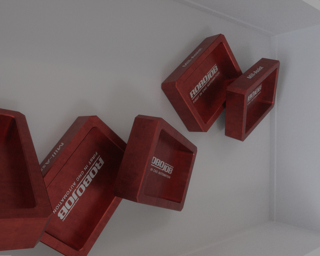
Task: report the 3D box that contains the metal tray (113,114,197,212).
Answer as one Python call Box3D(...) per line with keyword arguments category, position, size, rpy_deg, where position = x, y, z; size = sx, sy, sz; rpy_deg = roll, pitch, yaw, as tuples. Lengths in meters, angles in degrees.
Box3D(category="metal tray", position=(0.002, 0.048, 0.372), size=(0.130, 0.030, 0.090), rpy_deg=(37, 65, -59))

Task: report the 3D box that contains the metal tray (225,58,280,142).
Box3D(category="metal tray", position=(0.151, -0.049, 0.501), size=(0.131, 0.030, 0.089), rpy_deg=(-38, 135, -39))

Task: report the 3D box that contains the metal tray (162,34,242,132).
Box3D(category="metal tray", position=(0.069, -0.067, 0.460), size=(0.130, 0.030, 0.090), rpy_deg=(-49, 119, -29))

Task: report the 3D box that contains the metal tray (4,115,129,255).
Box3D(category="metal tray", position=(-0.085, 0.062, 0.332), size=(0.090, 0.030, 0.130), rpy_deg=(47, 62, -30))

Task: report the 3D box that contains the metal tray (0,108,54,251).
Box3D(category="metal tray", position=(-0.140, 0.027, 0.225), size=(0.091, 0.130, 0.030), rpy_deg=(12, 118, -40))
